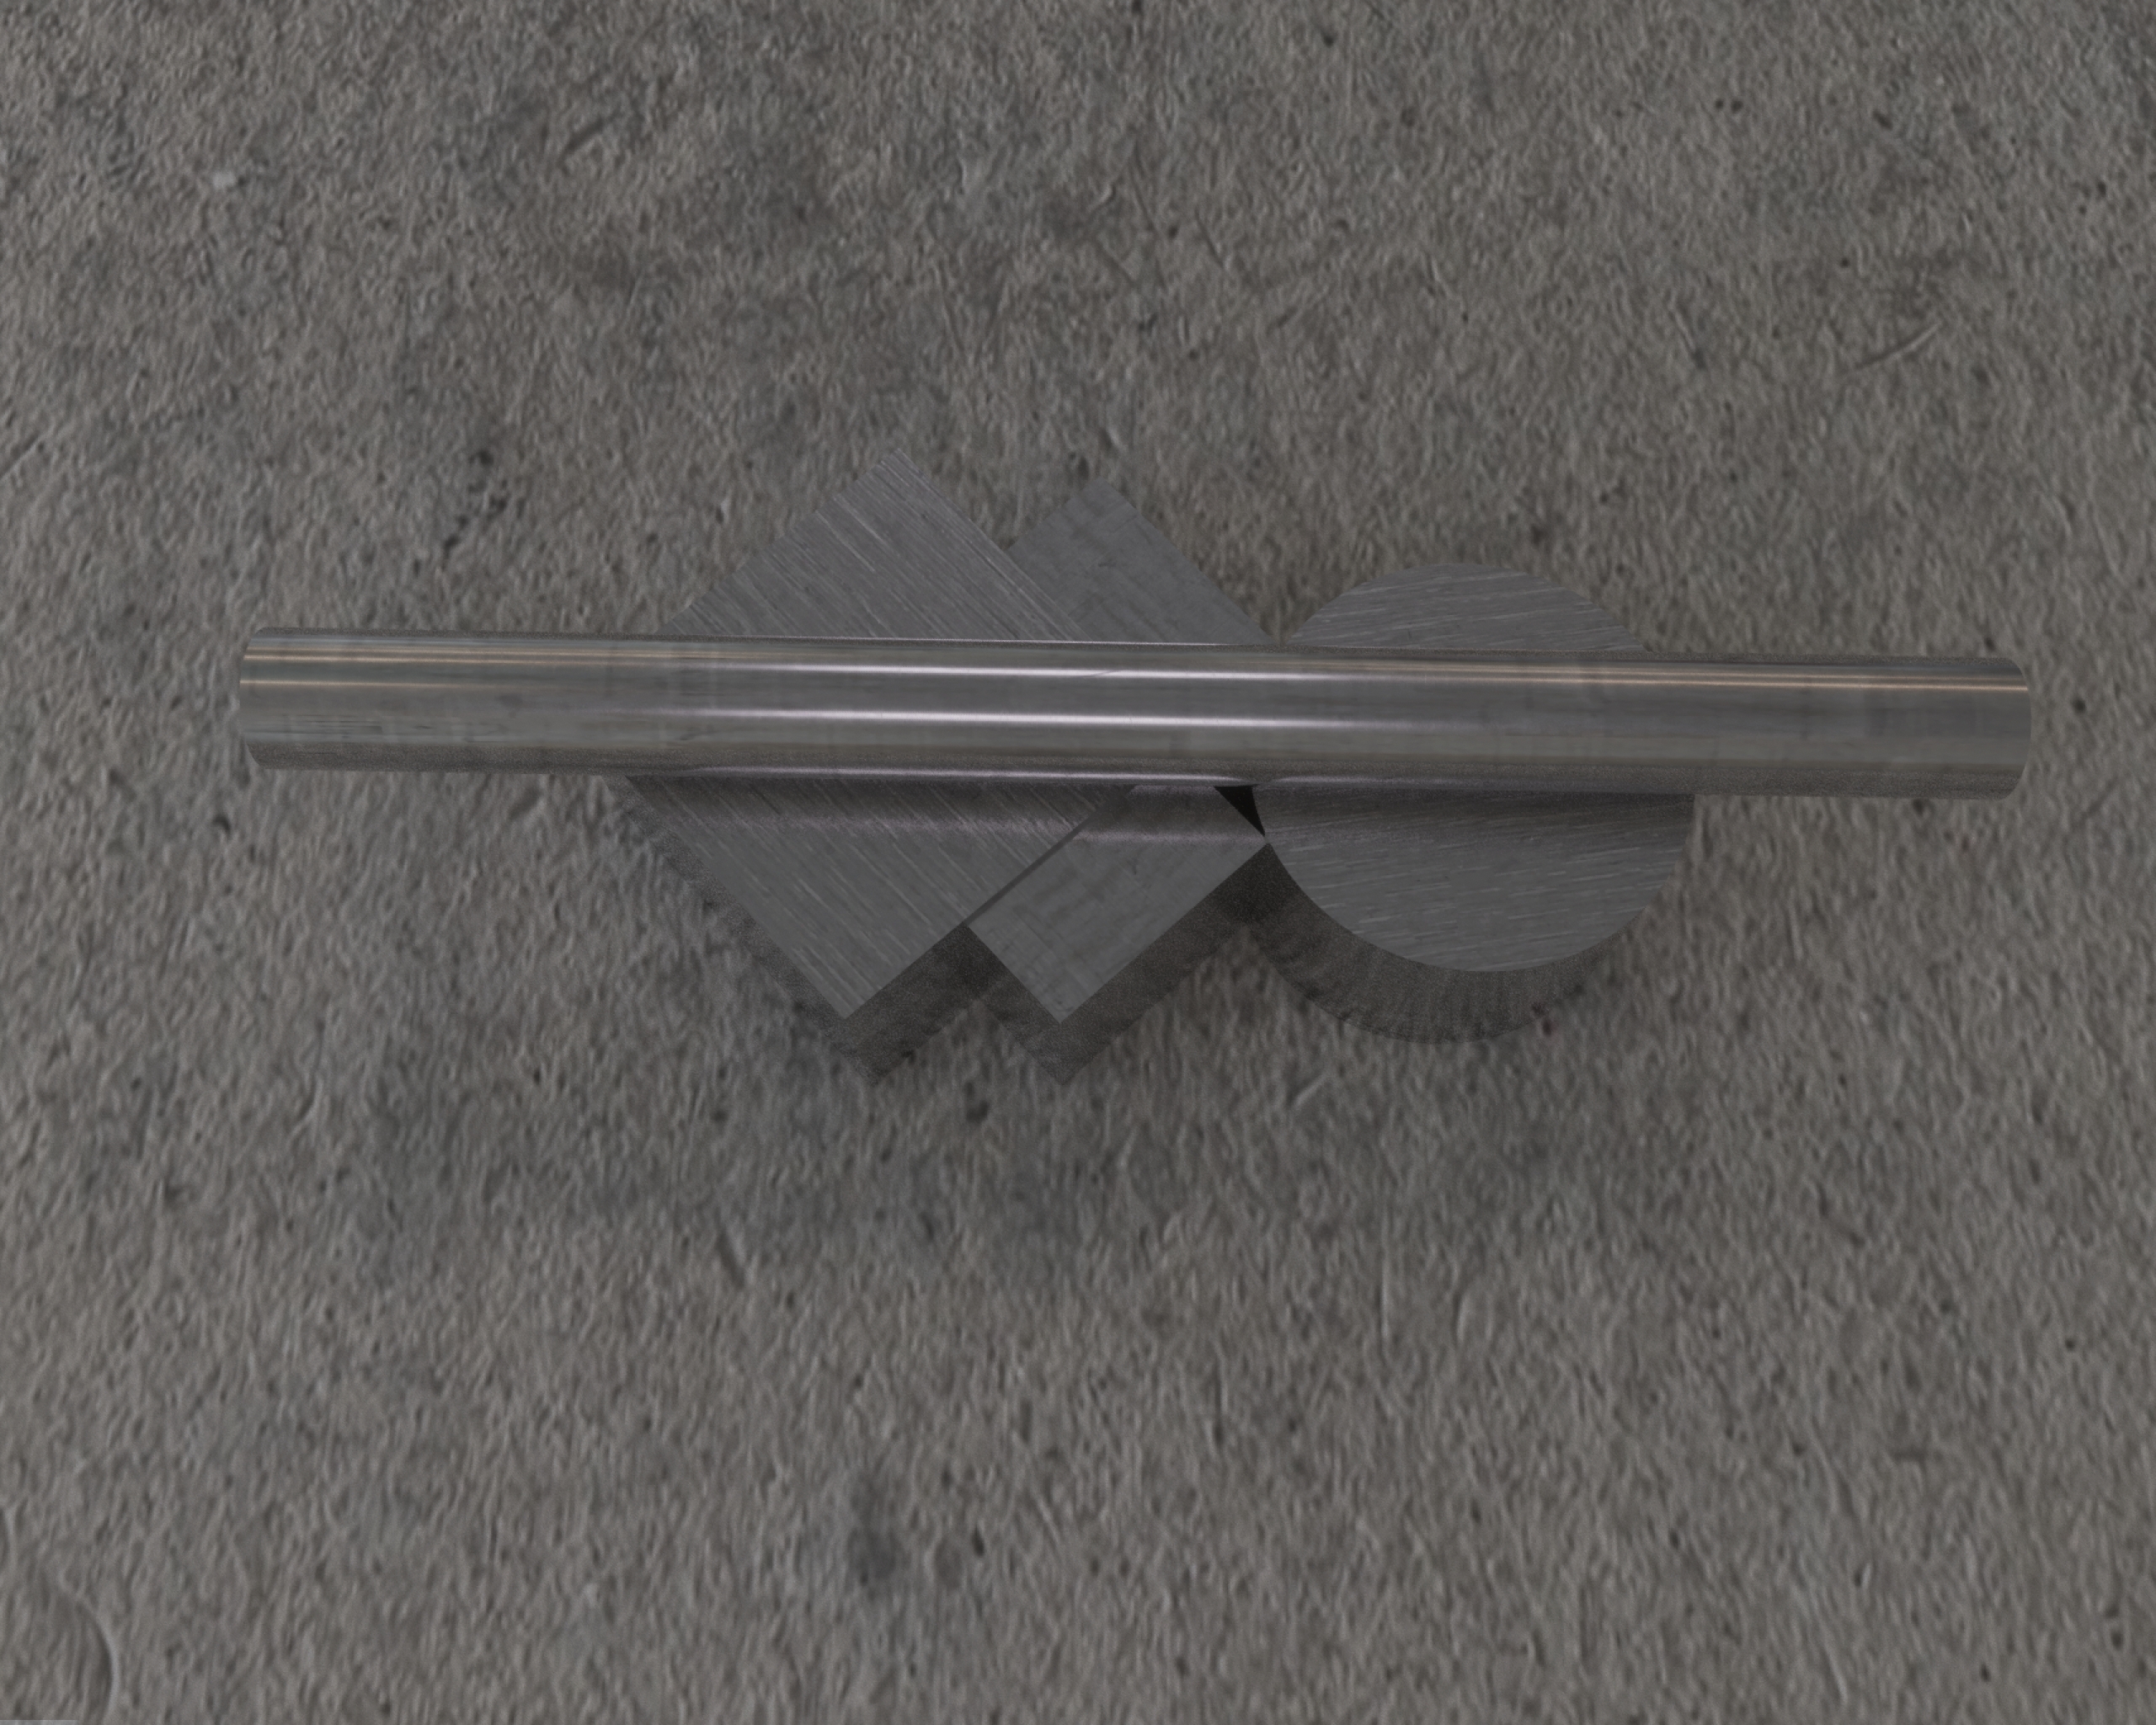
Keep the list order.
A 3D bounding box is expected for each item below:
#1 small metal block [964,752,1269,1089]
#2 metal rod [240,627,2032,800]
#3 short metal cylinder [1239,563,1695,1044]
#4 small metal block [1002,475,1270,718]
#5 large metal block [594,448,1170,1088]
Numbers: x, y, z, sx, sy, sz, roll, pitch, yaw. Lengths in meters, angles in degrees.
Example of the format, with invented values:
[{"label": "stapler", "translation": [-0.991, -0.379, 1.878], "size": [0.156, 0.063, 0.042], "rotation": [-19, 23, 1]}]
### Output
[{"label": "small metal block", "translation": [0.007, 0.012, 0.393], "size": [0.050, 0.050, 0.025], "rotation": [-40, 75, -13]}, {"label": "metal rod", "translation": [0.010, -0.026, 0.364], "size": [0.302, 0.025, 0.025], "rotation": [1, 70, 0]}, {"label": "short metal cylinder", "translation": [0.071, -0.010, 0.400], "size": [0.081, 0.050, 0.080], "rotation": [0, 70, 0]}, {"label": "small metal block", "translation": [0.012, -0.040, 0.411], "size": [0.025, 0.050, 0.050], "rotation": [-41, 76, -13]}, {"label": "large metal block", "translation": [-0.037, -0.018, 0.401], "size": [0.080, 0.050, 0.080], "rotation": [-40, 75, -13]}]
